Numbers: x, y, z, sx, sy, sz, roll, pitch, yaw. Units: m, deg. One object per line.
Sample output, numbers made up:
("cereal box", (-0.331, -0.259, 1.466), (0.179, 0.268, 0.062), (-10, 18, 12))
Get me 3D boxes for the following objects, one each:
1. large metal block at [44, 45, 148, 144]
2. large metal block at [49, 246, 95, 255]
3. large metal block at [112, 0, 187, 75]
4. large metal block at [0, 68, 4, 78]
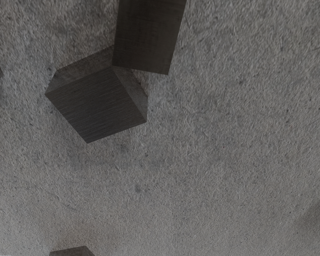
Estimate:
("large metal block", (-0.068, -0.037, 0.358), (0.080, 0.050, 0.080), (-20, 128, 16))
("large metal block", (-0.176, 0.291, 0.637), (0.080, 0.050, 0.080), (-15, 129, 12))
("large metal block", (-0.010, -0.107, 0.280), (0.050, 0.080, 0.079), (9, 130, -7))
("large metal block", (-0.212, -0.067, 0.312), (0.050, 0.080, 0.079), (-2, 130, 1))
